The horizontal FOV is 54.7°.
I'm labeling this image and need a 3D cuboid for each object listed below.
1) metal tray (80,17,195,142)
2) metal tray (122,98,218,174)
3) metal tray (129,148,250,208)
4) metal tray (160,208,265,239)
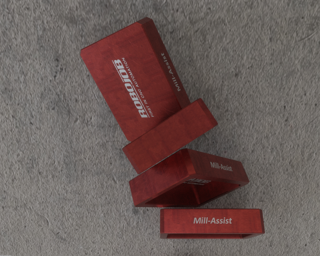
[{"bbox_3d":[-0.025,-0.052,0.370,0.090,0.030,0.130,-16,111,30],"label":"metal tray"},{"bbox_3d":[0.017,0.008,0.352,0.090,0.130,0.030,-33,86,7],"label":"metal tray"},{"bbox_3d":[0.039,0.067,0.379,0.090,0.030,0.131,-35,148,30],"label":"metal tray"},{"bbox_3d":[0.065,0.134,0.427,0.131,0.090,0.030,0,66,-1],"label":"metal tray"}]
